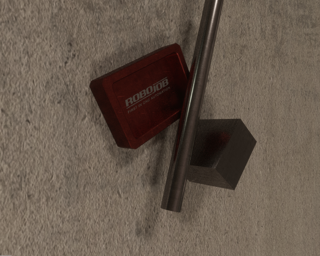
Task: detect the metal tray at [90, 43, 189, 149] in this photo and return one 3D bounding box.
[{"bbox_3d":[-0.013,-0.043,0.392,0.131,0.030,0.090,-35,112,-35],"label":"metal tray"}]

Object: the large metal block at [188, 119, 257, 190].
[{"bbox_3d":[0.075,0.034,0.435,0.050,0.080,0.080,48,62,-30],"label":"large metal block"}]

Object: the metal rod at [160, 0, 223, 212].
[{"bbox_3d":[0.045,-0.043,0.404,0.025,0.025,0.299,21,77,-39],"label":"metal rod"}]
